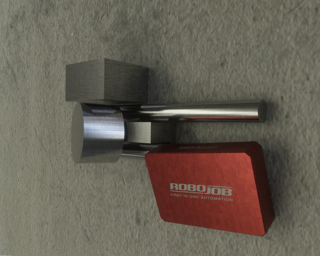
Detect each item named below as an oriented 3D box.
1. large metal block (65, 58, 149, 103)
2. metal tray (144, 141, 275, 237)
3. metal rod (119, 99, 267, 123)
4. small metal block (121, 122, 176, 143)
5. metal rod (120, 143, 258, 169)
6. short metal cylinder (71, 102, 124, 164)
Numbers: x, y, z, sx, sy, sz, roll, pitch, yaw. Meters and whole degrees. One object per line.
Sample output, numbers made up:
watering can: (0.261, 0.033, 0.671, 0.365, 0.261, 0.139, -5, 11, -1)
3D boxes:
large metal block: (-0.072, -0.061, 0.429, 0.080, 0.081, 0.050, 1, 91, 39)
metal tray: (0.050, 0.064, 0.342, 0.130, 0.030, 0.089, -5, 105, 38)
metal rod: (-0.010, -0.020, 0.413, 0.300, 0.025, 0.025, 1, 91, 39)
small metal block: (-0.014, 0.005, 0.399, 0.050, 0.050, 0.025, 1, 91, 39)
metal rod: (-0.014, 0.031, 0.416, 0.300, 0.025, 0.025, 0, 90, 39)
short metal cylinder: (-0.085, 0.007, 0.412, 0.080, 0.050, 0.080, -8, 81, 63)
